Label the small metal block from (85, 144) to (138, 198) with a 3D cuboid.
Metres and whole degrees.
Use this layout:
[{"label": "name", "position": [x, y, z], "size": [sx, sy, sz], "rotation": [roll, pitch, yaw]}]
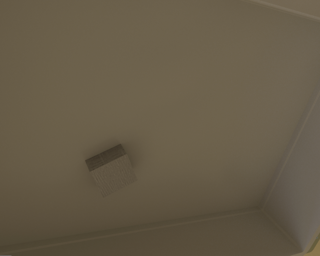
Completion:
[{"label": "small metal block", "position": [-0.063, 0.056, 0.408], "size": [0.050, 0.025, 0.050], "rotation": [-26, 128, -13]}]
